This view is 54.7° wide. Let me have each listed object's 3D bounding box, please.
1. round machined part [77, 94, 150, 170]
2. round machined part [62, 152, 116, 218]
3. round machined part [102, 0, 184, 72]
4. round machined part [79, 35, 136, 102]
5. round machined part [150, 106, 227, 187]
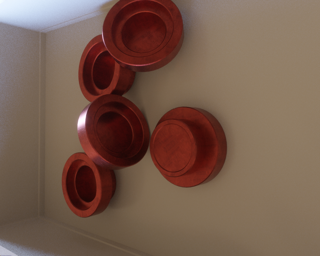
[{"bbox_3d":[-0.065,0.008,0.411,0.042,0.099,0.098,-24,75,44],"label":"round machined part"},{"bbox_3d":[-0.106,0.085,0.481,0.098,0.042,0.097,0,90,39],"label":"round machined part"},{"bbox_3d":[-0.019,-0.116,0.390,0.099,0.042,0.098,-2,78,8],"label":"round machined part"},{"bbox_3d":[-0.073,-0.082,0.451,0.098,0.042,0.097,-3,86,42],"label":"round machined part"},{"bbox_3d":[0.026,0.023,0.372,0.098,0.042,0.097,0,90,39],"label":"round machined part"}]
